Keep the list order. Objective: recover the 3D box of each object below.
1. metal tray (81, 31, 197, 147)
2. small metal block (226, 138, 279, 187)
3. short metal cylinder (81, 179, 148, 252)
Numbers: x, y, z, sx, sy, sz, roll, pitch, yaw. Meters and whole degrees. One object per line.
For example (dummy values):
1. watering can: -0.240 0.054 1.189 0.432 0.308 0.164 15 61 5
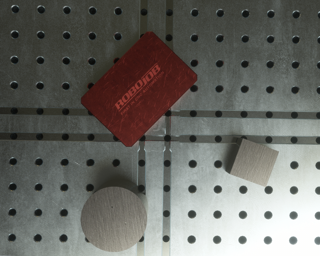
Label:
1. metal tray: -0.027 -0.050 0.411 0.090 0.030 0.130 44 90 -1
2. small metal block: 0.123 0.045 0.415 0.050 0.025 0.050 20 90 -1
3. short metal cylinder: -0.056 0.110 0.400 0.081 0.050 0.079 0 90 -1
